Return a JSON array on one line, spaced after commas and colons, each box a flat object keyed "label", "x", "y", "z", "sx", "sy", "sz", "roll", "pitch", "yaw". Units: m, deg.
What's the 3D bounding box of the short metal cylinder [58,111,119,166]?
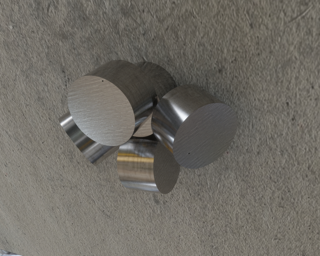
[{"label": "short metal cylinder", "x": -0.089, "y": 0.004, "z": 0.414, "sx": 0.080, "sy": 0.050, "sz": 0.080, "roll": 51, "pitch": 172, "yaw": 11}]

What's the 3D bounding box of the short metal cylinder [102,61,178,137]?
[{"label": "short metal cylinder", "x": -0.023, "y": -0.036, "z": 0.381, "sx": 0.080, "sy": 0.050, "sz": 0.079, "roll": 13, "pitch": 124, "yaw": 20}]

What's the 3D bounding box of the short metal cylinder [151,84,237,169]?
[{"label": "short metal cylinder", "x": 0.037, "y": -0.002, "z": 0.343, "sx": 0.050, "sy": 0.081, "sz": 0.079, "roll": 46, "pitch": 143, "yaw": 49}]

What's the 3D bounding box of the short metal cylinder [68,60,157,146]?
[{"label": "short metal cylinder", "x": -0.051, "y": -0.027, "z": 0.335, "sx": 0.080, "sy": 0.050, "sz": 0.079, "roll": 13, "pitch": 124, "yaw": 20}]

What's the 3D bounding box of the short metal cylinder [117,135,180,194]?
[{"label": "short metal cylinder", "x": -0.012, "y": 0.043, "z": 0.403, "sx": 0.050, "sy": 0.080, "sz": 0.079, "roll": 2, "pitch": 119, "yaw": 27}]
